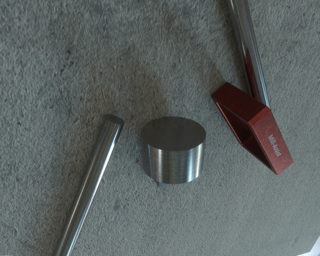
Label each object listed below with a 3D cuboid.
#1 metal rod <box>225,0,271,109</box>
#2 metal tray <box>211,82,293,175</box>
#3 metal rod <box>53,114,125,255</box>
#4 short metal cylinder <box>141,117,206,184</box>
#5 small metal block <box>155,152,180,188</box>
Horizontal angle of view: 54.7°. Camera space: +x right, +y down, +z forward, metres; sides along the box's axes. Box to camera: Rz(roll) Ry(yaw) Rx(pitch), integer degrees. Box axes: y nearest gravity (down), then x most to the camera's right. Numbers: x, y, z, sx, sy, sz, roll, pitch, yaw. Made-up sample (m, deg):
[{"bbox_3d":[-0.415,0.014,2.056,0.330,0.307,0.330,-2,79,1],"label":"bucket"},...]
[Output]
[{"bbox_3d":[0.125,-0.088,0.422,0.025,0.025,0.299,-34,129,-6],"label":"metal rod"},{"bbox_3d":[0.132,0.002,0.440,0.030,0.090,0.130,-41,130,-1],"label":"metal tray"},{"bbox_3d":[-0.112,0.118,0.420,0.025,0.025,0.298,11,113,-33],"label":"metal rod"},{"bbox_3d":[0.017,0.027,0.399,0.081,0.080,0.050,-14,124,-21],"label":"short metal cylinder"},{"bbox_3d":[0.018,0.054,0.452,0.050,0.025,0.050,-10,123,-23],"label":"small metal block"}]
